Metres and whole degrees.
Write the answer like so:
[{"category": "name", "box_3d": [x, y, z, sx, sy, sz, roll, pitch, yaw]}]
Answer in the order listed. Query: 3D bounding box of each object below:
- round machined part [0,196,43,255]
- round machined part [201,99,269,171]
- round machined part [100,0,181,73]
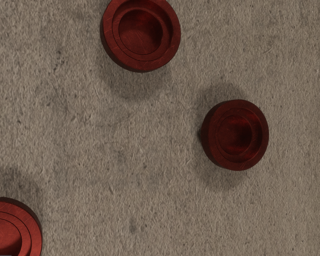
[{"category": "round machined part", "box_3d": [-0.179, 0.122, 0.334, 0.099, 0.042, 0.097, 0, 90, -21]}, {"category": "round machined part", "box_3d": [0.101, 0.009, 0.439, 0.099, 0.042, 0.097, 0, 90, -21]}, {"category": "round machined part", "box_3d": [-0.027, -0.118, 0.391, 0.099, 0.042, 0.097, 0, 90, -21]}]
